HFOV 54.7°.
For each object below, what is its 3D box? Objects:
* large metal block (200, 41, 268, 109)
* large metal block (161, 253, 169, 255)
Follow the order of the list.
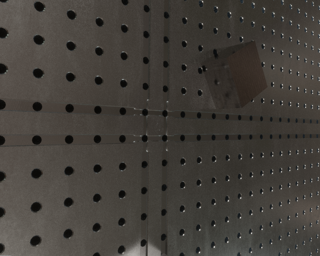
[{"bbox_3d":[0.121,-0.084,0.497,0.081,0.050,0.080,-35,112,-35],"label":"large metal block"},{"bbox_3d":[0.003,0.227,0.398,0.081,0.050,0.080,-27,107,-37],"label":"large metal block"}]
